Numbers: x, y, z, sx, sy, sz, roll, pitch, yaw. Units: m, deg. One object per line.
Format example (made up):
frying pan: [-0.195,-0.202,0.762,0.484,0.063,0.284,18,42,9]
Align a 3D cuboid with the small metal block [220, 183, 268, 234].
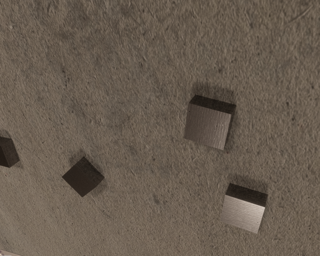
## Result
small metal block: [0.112,0.107,0.414,0.050,0.025,0.050,15,125,19]

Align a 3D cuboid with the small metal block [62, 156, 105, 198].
small metal block: [-0.131,0.084,0.525,0.050,0.025,0.050,47,129,-5]

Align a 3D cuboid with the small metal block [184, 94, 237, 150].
small metal block: [0.059,-0.007,0.371,0.050,0.025,0.050,17,125,18]

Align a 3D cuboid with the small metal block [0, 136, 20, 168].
small metal block: [-0.303,0.044,0.590,0.050,0.025,0.050,9,122,23]
